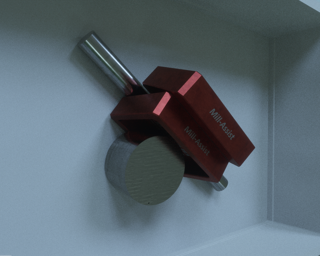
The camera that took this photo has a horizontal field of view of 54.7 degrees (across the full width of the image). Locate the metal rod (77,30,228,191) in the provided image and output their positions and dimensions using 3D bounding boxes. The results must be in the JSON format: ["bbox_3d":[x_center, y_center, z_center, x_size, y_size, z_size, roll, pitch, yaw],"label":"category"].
[{"bbox_3d":[0.007,-0.005,0.415,0.300,0.025,0.025,46,62,-30],"label":"metal rod"}]

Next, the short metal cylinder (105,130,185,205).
[{"bbox_3d":[-0.018,0.045,0.368,0.081,0.050,0.079,-6,100,-34],"label":"short metal cylinder"}]

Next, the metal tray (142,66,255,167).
[{"bbox_3d":[0.046,-0.014,0.370,0.030,0.090,0.130,-49,121,-9],"label":"metal tray"}]

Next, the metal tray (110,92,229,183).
[{"bbox_3d":[0.012,0.014,0.375,0.130,0.090,0.030,47,62,-30],"label":"metal tray"}]

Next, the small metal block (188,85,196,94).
[{"bbox_3d":[0.025,-0.041,0.427,0.050,0.025,0.050,48,61,-30],"label":"small metal block"}]
